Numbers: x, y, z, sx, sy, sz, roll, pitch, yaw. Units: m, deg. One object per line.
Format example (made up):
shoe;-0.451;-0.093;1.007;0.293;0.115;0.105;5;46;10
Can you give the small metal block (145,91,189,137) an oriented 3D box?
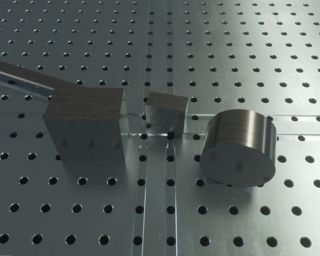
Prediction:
small metal block;0.009;-0.018;0.406;0.050;0.050;0.025;10;51;8

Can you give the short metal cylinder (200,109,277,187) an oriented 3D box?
short metal cylinder;0.089;0.024;0.352;0.080;0.080;0.050;12;51;9

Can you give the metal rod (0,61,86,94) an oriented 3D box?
metal rod;-0.202;-0.077;0.470;0.301;0.025;0.025;18;52;14

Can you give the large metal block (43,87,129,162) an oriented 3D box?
large metal block;-0.083;-0.003;0.373;0.080;0.080;0.050;1;50;1
